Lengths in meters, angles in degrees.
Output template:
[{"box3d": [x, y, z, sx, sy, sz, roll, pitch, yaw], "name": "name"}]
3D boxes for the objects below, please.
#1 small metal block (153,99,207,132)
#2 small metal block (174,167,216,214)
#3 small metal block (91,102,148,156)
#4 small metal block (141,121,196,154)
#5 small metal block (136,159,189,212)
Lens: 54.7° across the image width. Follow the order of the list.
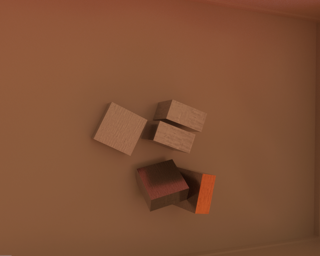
[{"box3d": [0.025, -0.015, 0.406, 0.050, 0.050, 0.025, 20, 83, -19], "name": "small metal block"}, {"box3d": [0.042, 0.082, 0.410, 0.025, 0.050, 0.050, 15, 85, -38], "name": "small metal block"}, {"box3d": [-0.052, 0.001, 0.391, 0.050, 0.025, 0.050, 27, 81, -18], "name": "small metal block"}, {"box3d": [0.010, 0.011, 0.401, 0.050, 0.050, 0.025, 21, 83, -19], "name": "small metal block"}, {"box3d": [0.002, 0.072, 0.396, 0.050, 0.050, 0.025, -13, 136, -20], "name": "small metal block"}]
